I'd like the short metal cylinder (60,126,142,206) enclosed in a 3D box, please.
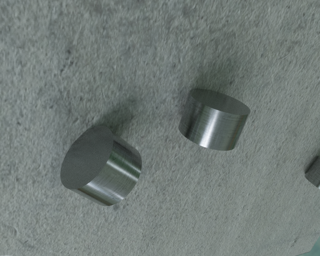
[{"bbox_3d":[-0.069,0.044,0.362,0.080,0.080,0.050,-45,130,3],"label":"short metal cylinder"}]

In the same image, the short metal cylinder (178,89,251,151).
[{"bbox_3d":[0.070,-0.013,0.403,0.081,0.080,0.050,2,118,-30],"label":"short metal cylinder"}]

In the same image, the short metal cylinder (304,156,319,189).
[{"bbox_3d":[0.344,0.099,0.625,0.081,0.080,0.050,17,109,-36],"label":"short metal cylinder"}]
